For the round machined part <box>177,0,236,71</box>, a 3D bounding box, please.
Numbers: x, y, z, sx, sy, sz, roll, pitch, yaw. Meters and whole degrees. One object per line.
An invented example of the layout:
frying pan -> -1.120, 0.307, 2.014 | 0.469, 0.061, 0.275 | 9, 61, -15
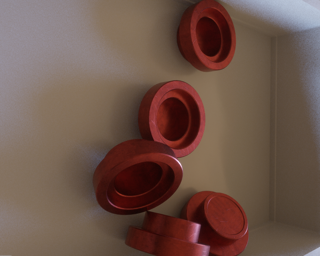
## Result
round machined part -> 0.063, -0.130, 0.448 | 0.099, 0.042, 0.097 | 0, 90, -40

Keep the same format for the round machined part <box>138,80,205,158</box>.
round machined part -> 0.011, -0.011, 0.404 | 0.099, 0.042, 0.097 | 0, 90, -40

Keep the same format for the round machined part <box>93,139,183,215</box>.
round machined part -> -0.027, 0.051, 0.352 | 0.099, 0.042, 0.097 | -13, 132, -15

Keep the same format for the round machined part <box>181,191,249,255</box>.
round machined part -> 0.081, 0.129, 0.429 | 0.099, 0.042, 0.098 | 16, 43, -16

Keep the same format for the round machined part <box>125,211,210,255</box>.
round machined part -> 0.011, 0.127, 0.369 | 0.098, 0.098, 0.042 | 27, 70, -37
